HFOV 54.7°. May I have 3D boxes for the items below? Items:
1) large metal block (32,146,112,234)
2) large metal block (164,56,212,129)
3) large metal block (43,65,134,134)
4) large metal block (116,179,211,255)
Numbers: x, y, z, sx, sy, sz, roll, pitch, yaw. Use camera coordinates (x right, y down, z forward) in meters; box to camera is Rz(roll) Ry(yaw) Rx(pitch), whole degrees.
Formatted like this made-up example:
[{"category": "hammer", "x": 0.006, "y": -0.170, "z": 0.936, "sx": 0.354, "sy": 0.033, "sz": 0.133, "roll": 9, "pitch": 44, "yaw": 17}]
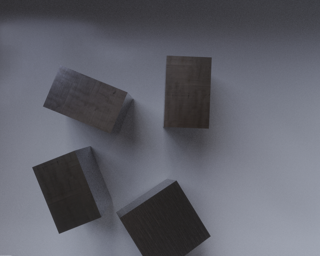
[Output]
[{"category": "large metal block", "x": -0.103, "y": 0.071, "z": 0.383, "sx": 0.050, "sy": 0.080, "sz": 0.080, "roll": -22, "pitch": 90, "yaw": 0}, {"category": "large metal block", "x": 0.031, "y": -0.040, "z": 0.384, "sx": 0.050, "sy": 0.080, "sz": 0.079, "roll": 2, "pitch": 90, "yaw": 0}, {"category": "large metal block", "x": -0.083, "y": -0.032, "z": 0.383, "sx": 0.080, "sy": 0.080, "sz": 0.050, "roll": 22, "pitch": 90, "yaw": -1}, {"category": "large metal block", "x": 0.002, "y": 0.121, "z": 0.390, "sx": 0.080, "sy": 0.050, "sz": 0.080, "roll": -31, "pitch": 90, "yaw": -15}]
